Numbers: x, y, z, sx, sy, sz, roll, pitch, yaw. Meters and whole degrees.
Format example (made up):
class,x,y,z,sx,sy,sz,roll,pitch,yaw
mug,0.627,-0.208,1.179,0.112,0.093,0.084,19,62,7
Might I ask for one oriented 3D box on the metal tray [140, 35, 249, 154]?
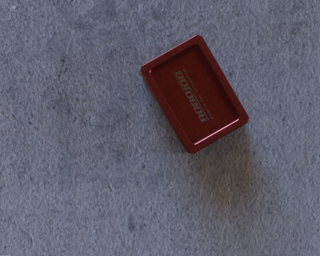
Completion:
class,x,y,z,sx,sy,sz,roll,pitch,yaw
metal tray,0.044,-0.043,0.407,0.090,0.030,0.130,-30,90,-1
